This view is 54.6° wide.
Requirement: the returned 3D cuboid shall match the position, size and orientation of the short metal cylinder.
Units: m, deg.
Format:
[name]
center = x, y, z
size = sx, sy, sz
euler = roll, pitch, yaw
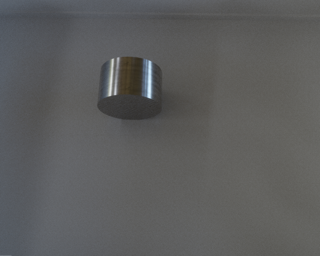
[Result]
[short metal cylinder]
center = -0.038, -0.048, 0.398
size = 0.080, 0.080, 0.050
euler = 1, 70, 0
